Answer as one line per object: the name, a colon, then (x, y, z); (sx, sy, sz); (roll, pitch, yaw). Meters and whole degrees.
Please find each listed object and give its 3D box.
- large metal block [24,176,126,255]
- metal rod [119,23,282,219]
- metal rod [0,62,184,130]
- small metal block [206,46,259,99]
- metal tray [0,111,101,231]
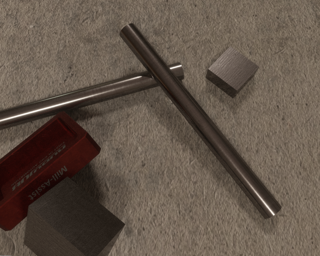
large metal block: (-0.093, 0.113, 0.329); (0.080, 0.079, 0.050); (36, 41, 11)
metal rod: (0.046, -0.015, 0.396); (0.025, 0.025, 0.299); (-36, 81, -12)
metal rod: (-0.114, -0.039, 0.420); (0.302, 0.025, 0.025); (-16, 71, -7)
small metal block: (0.102, -0.079, 0.438); (0.050, 0.025, 0.050); (40, 75, 13)
metal tray: (-0.143, 0.043, 0.362); (0.130, 0.030, 0.090); (-42, 38, -14)
